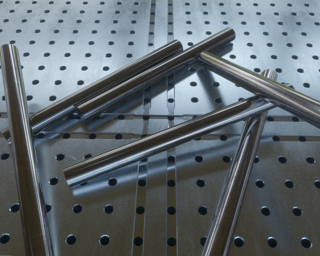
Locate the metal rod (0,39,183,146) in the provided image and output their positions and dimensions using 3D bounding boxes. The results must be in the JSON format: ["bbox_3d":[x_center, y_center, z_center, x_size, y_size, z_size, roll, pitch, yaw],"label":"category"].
[{"bbox_3d":[-0.083,-0.061,0.458,0.302,0.025,0.025,-34,58,-25],"label":"metal rod"}]

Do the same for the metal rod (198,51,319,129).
[{"bbox_3d":[0.128,-0.049,0.378,0.025,0.025,0.300,-19,31,-15],"label":"metal rod"}]

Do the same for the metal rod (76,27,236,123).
[{"bbox_3d":[0.008,-0.092,0.484,0.302,0.025,0.025,-32,57,-24],"label":"metal rod"}]

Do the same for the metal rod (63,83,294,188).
[{"bbox_3d":[0.032,0.005,0.384,0.302,0.025,0.025,-21,53,-9],"label":"metal rod"}]

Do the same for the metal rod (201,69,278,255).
[{"bbox_3d":[0.108,0.026,0.386,0.025,0.025,0.301,18,52,15],"label":"metal rod"}]

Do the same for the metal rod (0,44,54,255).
[{"bbox_3d":[-0.165,0.011,0.370,0.025,0.025,0.299,-16,60,-13],"label":"metal rod"}]
